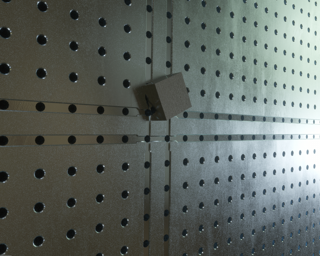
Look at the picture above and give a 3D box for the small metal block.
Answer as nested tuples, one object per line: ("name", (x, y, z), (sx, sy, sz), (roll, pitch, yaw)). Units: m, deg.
("small metal block", (0.011, -0.042, 0.417), (0.050, 0.025, 0.050), (-30, 109, -36))
